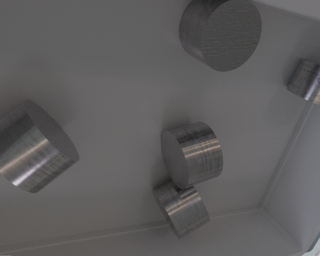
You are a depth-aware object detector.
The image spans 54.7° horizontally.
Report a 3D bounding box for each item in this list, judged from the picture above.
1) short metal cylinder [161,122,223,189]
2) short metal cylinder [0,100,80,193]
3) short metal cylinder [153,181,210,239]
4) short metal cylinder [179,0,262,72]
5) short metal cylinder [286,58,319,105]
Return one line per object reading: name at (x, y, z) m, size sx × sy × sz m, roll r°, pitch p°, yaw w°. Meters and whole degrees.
short metal cylinder at (0.041, 0.036, 0.417) m, size 0.050 × 0.080 × 0.079 m, roll -16°, pitch 125°, yaw -20°
short metal cylinder at (-0.128, 0.018, 0.314) m, size 0.050 × 0.080 × 0.080 m, roll -39°, pitch 129°, yaw -2°
short metal cylinder at (0.031, 0.117, 0.462) m, size 0.050 × 0.080 × 0.080 m, roll -27°, pitch 128°, yaw -11°
short metal cylinder at (0.069, -0.112, 0.361) m, size 0.081 × 0.050 × 0.079 m, roll -14°, pitch 124°, yaw -21°
short metal cylinder at (0.240, -0.066, 0.463) m, size 0.081 × 0.080 × 0.050 m, roll 8°, pitch 115°, yaw -32°
